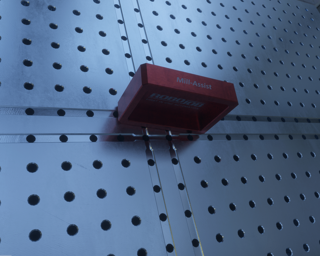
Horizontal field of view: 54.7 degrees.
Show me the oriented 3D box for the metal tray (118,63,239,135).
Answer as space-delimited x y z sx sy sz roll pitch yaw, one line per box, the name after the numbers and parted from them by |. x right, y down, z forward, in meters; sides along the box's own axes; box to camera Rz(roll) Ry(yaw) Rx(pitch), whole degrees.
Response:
0.021 -0.032 0.398 0.131 0.090 0.030 8 58 -24 | metal tray
